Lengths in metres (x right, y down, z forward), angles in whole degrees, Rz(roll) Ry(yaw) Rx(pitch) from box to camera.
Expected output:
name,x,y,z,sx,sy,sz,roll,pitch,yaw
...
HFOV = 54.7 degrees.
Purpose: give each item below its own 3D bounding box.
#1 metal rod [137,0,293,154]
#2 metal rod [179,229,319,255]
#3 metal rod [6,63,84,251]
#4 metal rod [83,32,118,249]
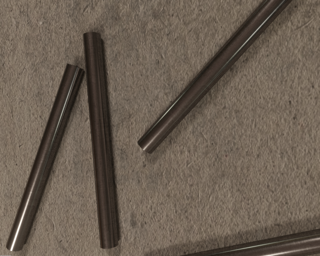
name,x,y,z,sx,sy,sz,roll,pitch,yaw
metal rod,0.077,-0.082,0.381,0.025,0.025,0.299,45,103,14
metal rod,0.110,0.149,0.369,0.300,0.025,0.025,-19,84,18
metal rod,-0.176,0.048,0.469,0.025,0.025,0.298,23,97,18
metal rod,-0.084,0.016,0.437,0.025,0.025,0.298,-6,88,19
